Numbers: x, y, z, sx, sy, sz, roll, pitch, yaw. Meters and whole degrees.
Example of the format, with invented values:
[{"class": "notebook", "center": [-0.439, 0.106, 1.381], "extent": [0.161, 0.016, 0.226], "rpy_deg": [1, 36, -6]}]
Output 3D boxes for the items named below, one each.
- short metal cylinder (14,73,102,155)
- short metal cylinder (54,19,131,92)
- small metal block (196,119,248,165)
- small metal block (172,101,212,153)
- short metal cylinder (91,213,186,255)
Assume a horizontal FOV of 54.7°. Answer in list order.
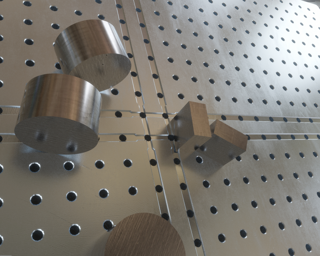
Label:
[{"class": "short metal cylinder", "center": [-0.103, -0.012, 0.324], "extent": [0.081, 0.080, 0.050], "rpy_deg": [12, 57, -22]}, {"class": "short metal cylinder", "center": [-0.082, -0.085, 0.381], "extent": [0.081, 0.080, 0.050], "rpy_deg": [-12, 68, -33]}, {"class": "small metal block", "center": [0.083, 0.021, 0.424], "extent": [0.050, 0.050, 0.025], "rpy_deg": [28, 52, -11]}, {"class": "small metal block", "center": [0.041, 0.000, 0.414], "extent": [0.025, 0.050, 0.050], "rpy_deg": [9, 58, -24]}, {"class": "short metal cylinder", "center": [-0.022, 0.129, 0.302], "extent": [0.081, 0.050, 0.080], "rpy_deg": [14, 56, -21]}]
